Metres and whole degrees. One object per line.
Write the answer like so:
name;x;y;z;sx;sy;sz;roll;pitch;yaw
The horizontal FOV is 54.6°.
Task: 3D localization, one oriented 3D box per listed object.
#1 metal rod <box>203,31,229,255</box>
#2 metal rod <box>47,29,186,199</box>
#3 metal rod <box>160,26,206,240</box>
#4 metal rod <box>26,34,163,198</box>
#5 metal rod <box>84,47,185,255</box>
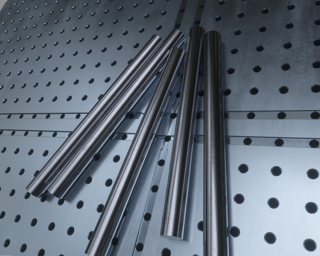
metal rod;0.065;-0.002;0.376;0.025;0.025;0.300;-9;57;23
metal rod;-0.059;-0.027;0.457;0.025;0.025;0.300;29;77;37
metal rod;0.034;-0.014;0.400;0.025;0.025;0.300;-5;59;26
metal rod;-0.092;-0.023;0.471;0.025;0.025;0.300;31;79;38
metal rod;-0.023;0.018;0.411;0.025;0.025;0.300;8;66;32
